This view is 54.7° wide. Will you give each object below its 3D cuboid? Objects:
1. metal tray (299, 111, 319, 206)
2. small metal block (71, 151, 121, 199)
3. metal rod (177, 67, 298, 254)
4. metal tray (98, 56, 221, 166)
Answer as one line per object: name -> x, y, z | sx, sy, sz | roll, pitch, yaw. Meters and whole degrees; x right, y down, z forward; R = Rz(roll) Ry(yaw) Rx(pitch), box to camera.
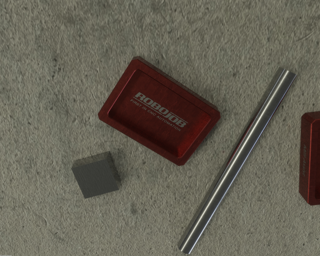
metal tray -> 0.244, 0.040, 0.425 | 0.091, 0.030, 0.129 | -7, 110, 2
small metal block -> -0.088, 0.065, 0.433 | 0.050, 0.025, 0.050 | -16, 110, 5
metal rod -> 0.099, 0.057, 0.432 | 0.025, 0.025, 0.298 | 23, 108, -9
metal tray -> -0.001, -0.020, 0.399 | 0.130, 0.030, 0.090 | 32, 107, -12
